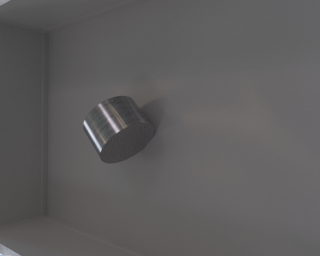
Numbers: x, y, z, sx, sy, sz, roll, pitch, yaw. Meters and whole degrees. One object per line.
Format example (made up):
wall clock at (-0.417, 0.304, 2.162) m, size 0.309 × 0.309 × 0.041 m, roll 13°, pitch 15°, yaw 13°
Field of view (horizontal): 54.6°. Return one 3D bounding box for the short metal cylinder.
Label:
short metal cylinder at (-0.055, 0.003, 0.418) m, size 0.080 × 0.081 × 0.050 m, roll -52°, pitch 60°, yaw 28°
